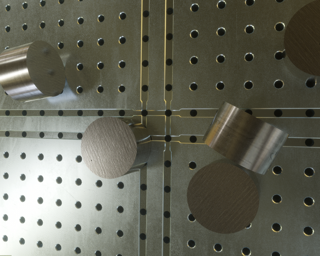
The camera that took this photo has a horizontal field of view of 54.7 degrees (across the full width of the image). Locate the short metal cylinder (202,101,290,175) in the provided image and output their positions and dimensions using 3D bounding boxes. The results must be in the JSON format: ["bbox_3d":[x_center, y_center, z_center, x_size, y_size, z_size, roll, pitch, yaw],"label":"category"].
[{"bbox_3d":[0.095,0.010,0.350,0.080,0.080,0.050,30,100,17],"label":"short metal cylinder"}]

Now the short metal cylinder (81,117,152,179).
[{"bbox_3d":[-0.058,0.025,0.419,0.080,0.050,0.079,0,90,19],"label":"short metal cylinder"}]

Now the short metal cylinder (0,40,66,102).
[{"bbox_3d":[-0.182,-0.080,0.446,0.050,0.080,0.080,-8,87,19],"label":"short metal cylinder"}]

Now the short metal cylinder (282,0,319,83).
[{"bbox_3d":[0.177,-0.092,0.337,0.080,0.050,0.079,0,90,19],"label":"short metal cylinder"}]

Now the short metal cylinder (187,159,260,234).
[{"bbox_3d":[0.078,0.079,0.371,0.080,0.050,0.079,0,90,19],"label":"short metal cylinder"}]
